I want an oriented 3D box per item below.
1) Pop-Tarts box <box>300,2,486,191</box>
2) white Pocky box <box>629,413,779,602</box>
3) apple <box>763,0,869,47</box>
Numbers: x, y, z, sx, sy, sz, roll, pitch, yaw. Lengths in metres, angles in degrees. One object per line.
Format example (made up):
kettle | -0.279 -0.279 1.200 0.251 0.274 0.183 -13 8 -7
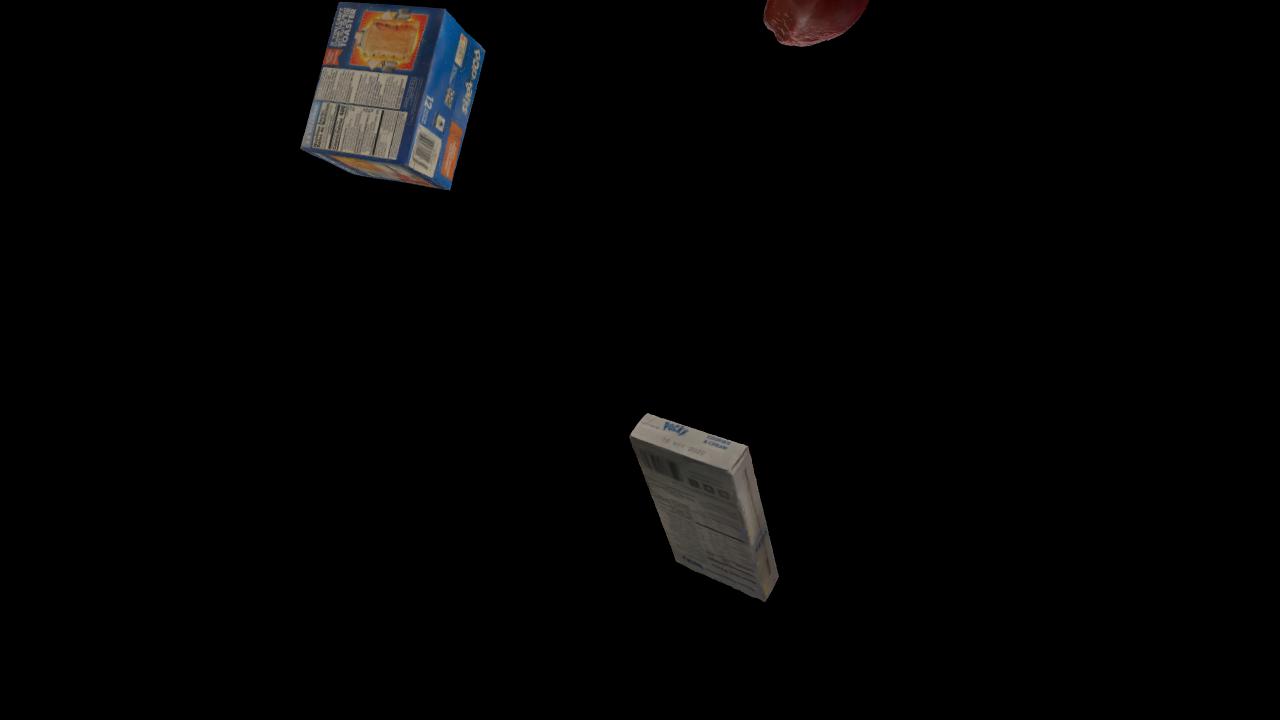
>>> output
Pop-Tarts box | -0.267 -0.287 0.674 0.141 0.167 0.083 13 -2 16
white Pocky box | 0.048 0.109 0.439 0.084 0.154 0.028 14 48 35
apple | 0.143 -0.296 0.491 0.079 0.079 0.093 0 -12 -20
